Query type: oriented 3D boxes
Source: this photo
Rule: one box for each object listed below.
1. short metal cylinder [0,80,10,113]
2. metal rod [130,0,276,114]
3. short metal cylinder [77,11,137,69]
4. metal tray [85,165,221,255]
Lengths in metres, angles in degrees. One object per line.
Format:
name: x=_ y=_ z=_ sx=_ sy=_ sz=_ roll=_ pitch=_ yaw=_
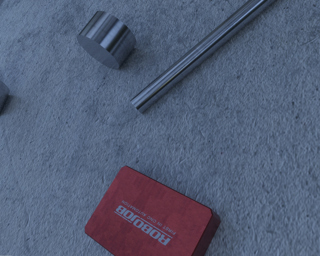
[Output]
short metal cylinder: x=-0.335 y=-0.062 z=0.583 sx=0.080 sy=0.080 sz=0.050 roll=-3 pitch=61 yaw=27
metal rod: x=0.080 y=-0.126 z=0.439 sx=0.300 sy=0.025 sz=0.025 roll=-40 pitch=51 yaw=0
short metal cylinder: x=-0.085 y=-0.140 z=0.500 sx=0.080 sy=0.080 sz=0.050 roll=24 pitch=75 yaw=36
metal tray: x=-0.012 y=0.107 z=0.341 sx=0.130 sy=0.030 sz=0.090 roll=21 pitch=72 yaw=35
